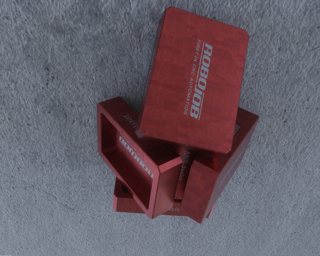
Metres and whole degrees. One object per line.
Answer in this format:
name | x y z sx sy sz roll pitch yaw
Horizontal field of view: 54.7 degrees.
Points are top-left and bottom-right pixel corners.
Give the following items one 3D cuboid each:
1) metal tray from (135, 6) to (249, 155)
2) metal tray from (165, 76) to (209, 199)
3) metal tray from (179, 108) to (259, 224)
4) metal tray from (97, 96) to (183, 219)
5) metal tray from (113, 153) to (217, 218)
metal tray | 0.033 -0.045 0.310 0.091 0.129 0.030 14 170 -12
metal tray | 0.025 0.013 0.377 0.030 0.090 0.129 5 130 -5
metal tray | 0.075 0.042 0.380 0.030 0.131 0.089 27 134 21
metal tray | -0.031 0.033 0.373 0.030 0.130 0.089 -22 138 -31
metal tray | 0.005 0.074 0.428 0.131 0.090 0.030 5 130 -5
